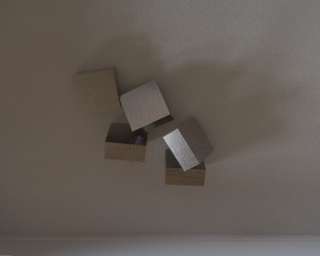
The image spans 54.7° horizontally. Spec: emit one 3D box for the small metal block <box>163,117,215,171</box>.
[{"bbox_3d":[0.038,0.020,0.396,0.025,0.050,0.050,-33,89,35],"label":"small metal block"}]

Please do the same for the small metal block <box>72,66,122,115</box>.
[{"bbox_3d":[-0.078,-0.048,0.393,0.050,0.025,0.050,-9,110,3],"label":"small metal block"}]

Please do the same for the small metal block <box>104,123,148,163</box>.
[{"bbox_3d":[-0.042,0.018,0.403,0.050,0.050,0.025,6,118,-2],"label":"small metal block"}]

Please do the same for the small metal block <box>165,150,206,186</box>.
[{"bbox_3d":[0.032,0.053,0.417,0.050,0.050,0.025,3,113,-2],"label":"small metal block"}]

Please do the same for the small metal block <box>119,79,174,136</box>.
[{"bbox_3d":[-0.017,-0.025,0.388,0.050,0.025,0.050,-25,72,7],"label":"small metal block"}]
